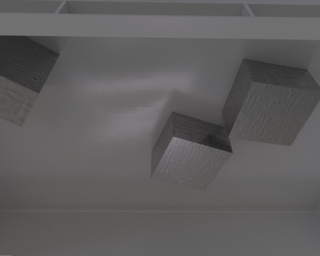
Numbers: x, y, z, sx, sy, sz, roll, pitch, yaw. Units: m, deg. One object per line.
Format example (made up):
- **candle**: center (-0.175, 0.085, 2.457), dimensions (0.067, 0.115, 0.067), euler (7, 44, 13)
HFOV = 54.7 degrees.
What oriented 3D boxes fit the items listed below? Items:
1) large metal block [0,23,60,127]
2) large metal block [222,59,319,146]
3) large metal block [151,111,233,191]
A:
- **large metal block**: center (-0.161, -0.059, 0.321), dimensions (0.080, 0.080, 0.050), euler (27, 125, -21)
- **large metal block**: center (0.128, -0.029, 0.369), dimensions (0.081, 0.050, 0.079), euler (8, 130, -7)
- **large metal block**: center (0.039, 0.033, 0.421), dimensions (0.081, 0.050, 0.079), euler (16, 128, -13)
